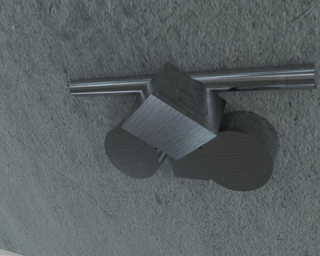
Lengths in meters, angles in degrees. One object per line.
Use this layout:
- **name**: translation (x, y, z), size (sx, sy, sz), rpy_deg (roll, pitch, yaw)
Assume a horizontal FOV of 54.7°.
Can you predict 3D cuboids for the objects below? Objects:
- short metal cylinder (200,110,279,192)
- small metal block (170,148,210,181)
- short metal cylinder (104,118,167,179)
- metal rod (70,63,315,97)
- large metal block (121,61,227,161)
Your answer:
- **short metal cylinder**: translation (0.093, 0.026, 0.359), size (0.080, 0.050, 0.079), rpy_deg (13, 124, 21)
- **small metal block**: translation (0.042, 0.040, 0.412), size (0.050, 0.025, 0.050), rpy_deg (2, 120, 27)
- **short metal cylinder**: translation (-0.027, 0.022, 0.419), size (0.080, 0.050, 0.079), rpy_deg (13, 124, 21)
- **metal rod**: translation (0.015, -0.053, 0.367), size (0.300, 0.025, 0.025), rpy_deg (1, 119, 27)
- **large metal block**: translation (0.014, -0.015, 0.352), size (0.080, 0.050, 0.080), rpy_deg (31, 144, -13)
